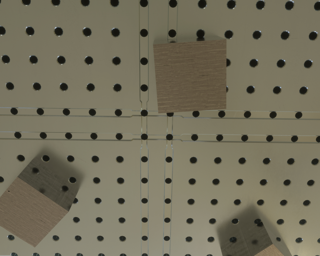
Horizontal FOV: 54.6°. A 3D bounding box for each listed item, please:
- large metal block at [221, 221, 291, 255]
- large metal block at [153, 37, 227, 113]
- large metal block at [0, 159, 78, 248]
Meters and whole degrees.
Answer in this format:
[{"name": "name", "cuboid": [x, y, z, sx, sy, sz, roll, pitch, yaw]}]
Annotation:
[{"name": "large metal block", "cuboid": [0.154, 0.206, 0.477, 0.080, 0.050, 0.080, -39, 106, 13]}, {"name": "large metal block", "cuboid": [0.035, -0.066, 0.376, 0.080, 0.050, 0.080, -4, 110, 1]}, {"name": "large metal block", "cuboid": [-0.179, 0.106, 0.438, 0.080, 0.050, 0.080, 40, 105, -13]}]
